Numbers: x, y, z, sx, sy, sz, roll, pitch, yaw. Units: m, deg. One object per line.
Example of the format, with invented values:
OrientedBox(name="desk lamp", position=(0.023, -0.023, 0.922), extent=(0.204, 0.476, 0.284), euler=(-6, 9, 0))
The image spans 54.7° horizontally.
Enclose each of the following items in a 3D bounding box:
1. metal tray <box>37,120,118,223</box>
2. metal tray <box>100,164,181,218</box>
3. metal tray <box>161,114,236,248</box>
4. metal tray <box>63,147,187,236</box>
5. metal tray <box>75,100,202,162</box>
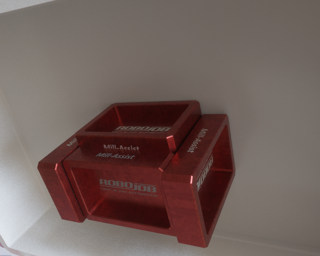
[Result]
OrientedBox(name="metal tray", position=(-0.093, 0.050, 0.419), extent=(0.030, 0.131, 0.089), euler=(1, 119, 28))
OrientedBox(name="metal tray", position=(-0.005, 0.079, 0.414), extent=(0.130, 0.090, 0.030), euler=(0, 118, 28))
OrientedBox(name="metal tray", position=(0.050, 0.051, 0.343), extent=(0.030, 0.131, 0.089), euler=(1, 119, 28))
OrientedBox(name="metal tray", position=(-0.039, 0.069, 0.350), extent=(0.130, 0.030, 0.089), euler=(1, 119, 27))
OrientedBox(name="metal tray", position=(-0.024, 0.000, 0.376), extent=(0.130, 0.090, 0.030), euler=(1, 119, 28))
